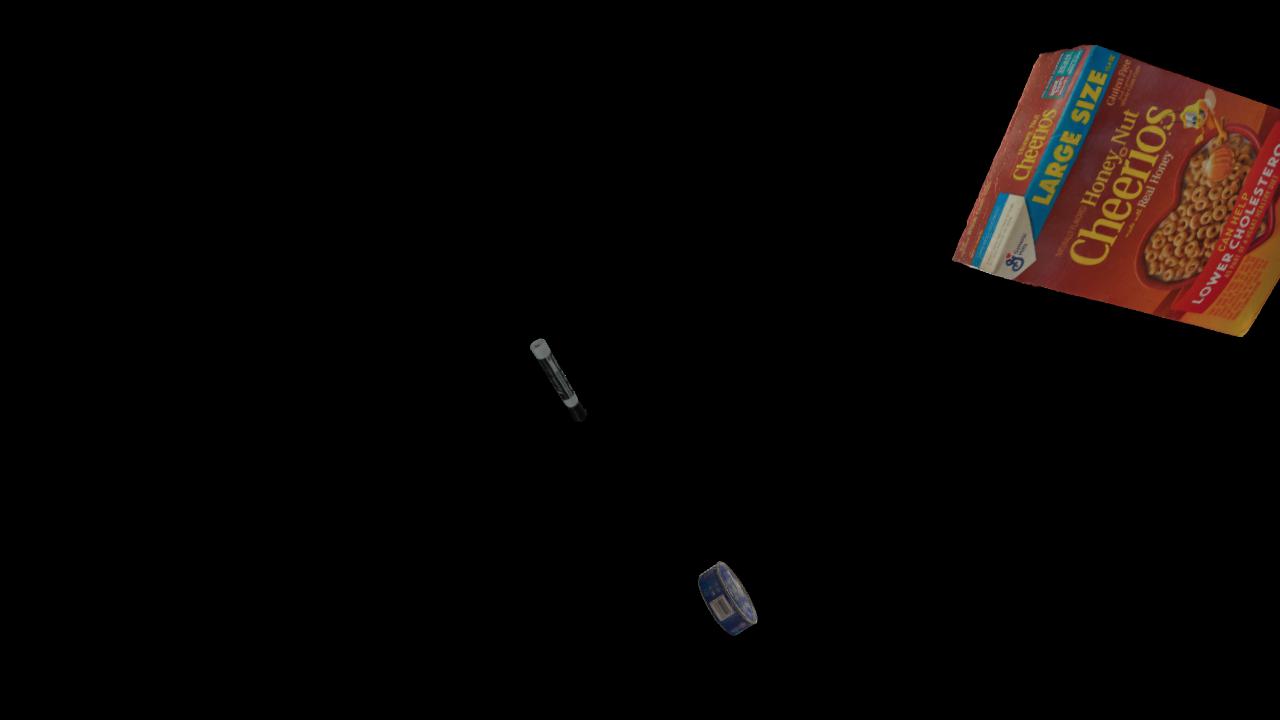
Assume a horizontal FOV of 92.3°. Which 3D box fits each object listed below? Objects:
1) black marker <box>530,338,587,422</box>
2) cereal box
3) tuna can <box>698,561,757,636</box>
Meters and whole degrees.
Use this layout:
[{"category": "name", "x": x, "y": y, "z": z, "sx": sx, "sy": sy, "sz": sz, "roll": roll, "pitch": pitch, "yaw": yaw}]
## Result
[{"category": "black marker", "x": -0.091, "y": 0.027, "z": 0.704, "sx": 0.020, "sy": 0.121, "sz": 0.020, "roll": -17, "pitch": 36, "yaw": 13}, {"category": "cereal box", "x": 0.489, "y": -0.153, "z": 0.596, "sx": 0.306, "sy": 0.203, "sz": 0.081, "roll": 12, "pitch": 19, "yaw": -11}, {"category": "tuna can", "x": 0.109, "y": 0.298, "z": 0.768, "sx": 0.034, "sy": 0.084, "sz": 0.084, "roll": -37, "pitch": -7, "yaw": 9}]
